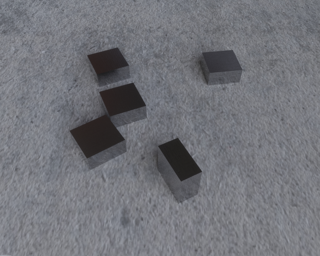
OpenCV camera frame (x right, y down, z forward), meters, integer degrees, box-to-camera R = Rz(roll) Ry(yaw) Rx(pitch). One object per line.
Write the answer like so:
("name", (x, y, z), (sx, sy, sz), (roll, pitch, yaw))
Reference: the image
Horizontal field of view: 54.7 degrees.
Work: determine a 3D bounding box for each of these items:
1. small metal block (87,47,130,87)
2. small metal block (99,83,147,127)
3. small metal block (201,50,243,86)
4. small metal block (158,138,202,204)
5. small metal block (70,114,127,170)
("small metal block", (-0.080, -0.095, 0.482), (0.050, 0.025, 0.050), (-19, 53, -16))
("small metal block", (-0.051, -0.032, 0.429), (0.050, 0.025, 0.050), (-18, 53, -15))
("small metal block", (0.095, -0.095, 0.484), (0.050, 0.025, 0.050), (-6, 50, -6))
("small metal block", (0.021, 0.048, 0.347), (0.025, 0.050, 0.050), (-22, 54, -18))
("small metal block", (-0.077, 0.017, 0.388), (0.050, 0.025, 0.050), (-27, 55, -21))
